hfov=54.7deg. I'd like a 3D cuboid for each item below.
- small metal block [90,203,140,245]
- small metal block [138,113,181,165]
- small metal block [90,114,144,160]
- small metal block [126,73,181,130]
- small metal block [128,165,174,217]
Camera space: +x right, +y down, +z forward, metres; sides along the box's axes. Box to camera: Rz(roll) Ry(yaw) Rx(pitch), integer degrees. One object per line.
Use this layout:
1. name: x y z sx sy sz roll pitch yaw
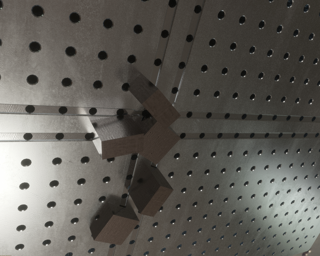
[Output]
1. small metal block: -0.068 0.145 0.466 0.050 0.025 0.050 29 102 -38
2. small metal block: -0.009 0.014 0.417 0.050 0.025 0.050 -48 129 5
3. small metal block: -0.053 0.009 0.373 0.050 0.050 0.025 -10 123 -23
4. small metal block: -0.008 -0.032 0.372 0.025 0.050 0.050 -43 130 1
5. small metal block: -0.015 0.090 0.444 0.025 0.050 0.050 26 104 -38
